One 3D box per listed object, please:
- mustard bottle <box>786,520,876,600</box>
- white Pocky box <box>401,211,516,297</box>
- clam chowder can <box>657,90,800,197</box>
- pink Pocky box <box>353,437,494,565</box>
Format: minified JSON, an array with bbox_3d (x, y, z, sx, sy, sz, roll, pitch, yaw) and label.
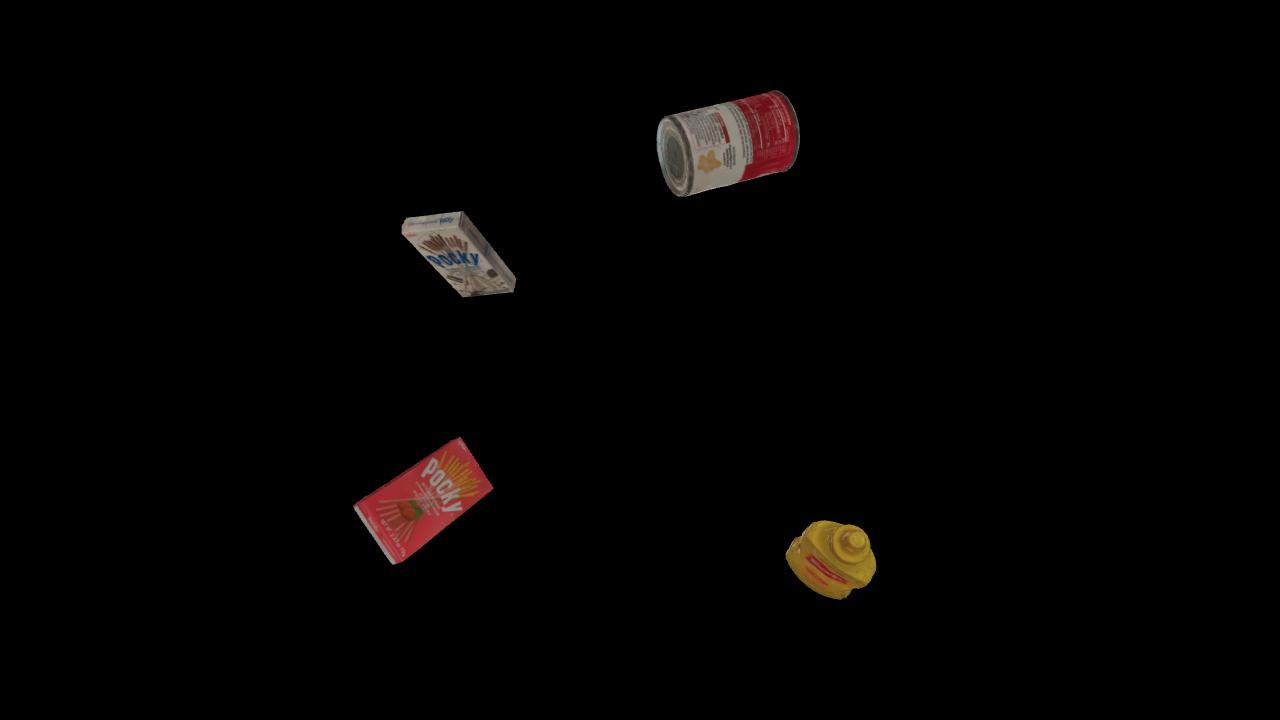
[{"bbox_3d":[0.233,0.234,0.736,0.054,0.092,0.184,-39,-22,-19],"label":"mustard bottle"},{"bbox_3d":[-0.235,-0.136,0.816,0.084,0.028,0.154,-3,-26,15],"label":"white Pocky box"},{"bbox_3d":[0.073,-0.182,0.519,0.102,0.068,0.068,-18,4,-14],"label":"clam chowder can"},{"bbox_3d":[-0.258,0.167,0.753,0.029,0.084,0.155,-27,7,39],"label":"pink Pocky box"}]
